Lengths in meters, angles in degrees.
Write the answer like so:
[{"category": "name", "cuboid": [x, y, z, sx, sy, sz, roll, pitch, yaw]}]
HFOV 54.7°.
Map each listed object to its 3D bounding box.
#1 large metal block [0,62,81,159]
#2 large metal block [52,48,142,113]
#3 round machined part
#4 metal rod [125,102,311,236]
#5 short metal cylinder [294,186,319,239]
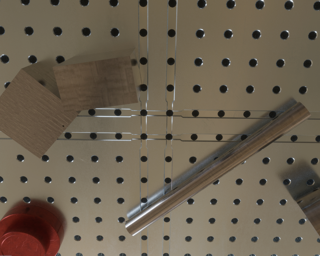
[{"category": "large metal block", "cuboid": [-0.153, -0.023, 0.390, 0.080, 0.050, 0.080, 40, 105, -14]}, {"category": "large metal block", "cuboid": [-0.067, -0.059, 0.362, 0.080, 0.080, 0.050, -8, 110, 3]}, {"category": "round machined part", "cuboid": [-0.200, 0.170, 0.465, 0.099, 0.042, 0.097, 0, 110, 0]}, {"category": "metal rod", "cuboid": [0.073, 0.064, 0.437, 0.300, 0.025, 0.025, -37, 106, 12]}, {"category": "short metal cylinder", "cuboid": [0.234, 0.124, 0.432, 0.050, 0.080, 0.080, -33, 107, 11]}]
